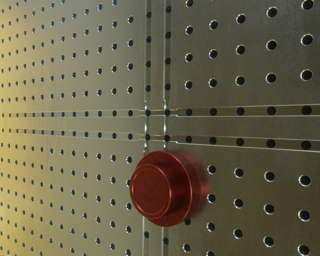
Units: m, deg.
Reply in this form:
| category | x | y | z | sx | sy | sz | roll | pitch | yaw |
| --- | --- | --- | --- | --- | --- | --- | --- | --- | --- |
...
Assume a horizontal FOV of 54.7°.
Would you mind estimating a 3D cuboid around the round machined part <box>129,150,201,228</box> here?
| category | x | y | z | sx | sy | sz | roll | pitch | yaw |
| --- | --- | --- | --- | --- | --- | --- | --- | --- | --- |
| round machined part | -0.001 | 0.078 | 0.397 | 0.098 | 0.042 | 0.097 | 0 | 90 | 39 |
